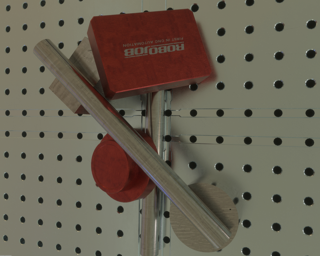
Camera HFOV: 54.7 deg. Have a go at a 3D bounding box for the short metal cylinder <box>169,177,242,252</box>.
[{"bbox_3d":[0.058,0.103,0.379,0.080,0.050,0.079,0,90,19],"label":"short metal cylinder"}]

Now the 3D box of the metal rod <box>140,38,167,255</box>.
[{"bbox_3d":[-0.008,0.020,0.414,0.025,0.025,0.298,3,91,19],"label":"metal rod"}]

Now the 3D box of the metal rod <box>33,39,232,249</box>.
[{"bbox_3d":[-0.035,0.013,0.349,0.300,0.025,0.025,46,104,5],"label":"metal rod"}]

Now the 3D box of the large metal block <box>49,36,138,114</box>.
[{"bbox_3d":[-0.084,-0.064,0.413,0.050,0.080,0.080,43,103,14],"label":"large metal block"}]

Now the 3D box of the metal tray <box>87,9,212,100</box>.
[{"bbox_3d":[-0.011,-0.090,0.371,0.131,0.030,0.090,-14,83,-23],"label":"metal tray"}]

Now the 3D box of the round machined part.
[{"bbox_3d":[-0.052,0.049,0.404,0.098,0.042,0.097,0,90,37],"label":"round machined part"}]
